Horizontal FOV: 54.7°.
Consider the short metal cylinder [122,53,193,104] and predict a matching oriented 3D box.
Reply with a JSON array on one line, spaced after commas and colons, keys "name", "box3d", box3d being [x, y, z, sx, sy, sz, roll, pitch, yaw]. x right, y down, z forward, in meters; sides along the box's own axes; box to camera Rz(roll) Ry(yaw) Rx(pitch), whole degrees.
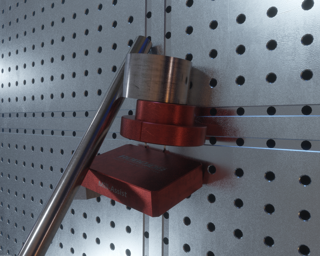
[{"name": "short metal cylinder", "box3d": [-0.004, -0.058, 0.375, 0.080, 0.081, 0.050, 11, 97, 39]}]

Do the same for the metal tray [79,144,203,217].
[{"name": "metal tray", "box3d": [-0.025, 0.057, 0.382, 0.130, 0.091, 0.030, 11, 112, 39]}]

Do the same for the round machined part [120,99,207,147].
[{"name": "round machined part", "box3d": [0.005, -0.009, 0.356, 0.098, 0.099, 0.042, 12, 98, 39]}]

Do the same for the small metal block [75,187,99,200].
[{"name": "small metal block", "box3d": [-0.129, 0.091, 0.513, 0.050, 0.025, 0.050, -11, 83, 39]}]

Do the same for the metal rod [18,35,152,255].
[{"name": "metal rod", "box3d": [-0.079, 0.009, 0.375, 0.025, 0.025, 0.300, 6, 62, 39]}]
